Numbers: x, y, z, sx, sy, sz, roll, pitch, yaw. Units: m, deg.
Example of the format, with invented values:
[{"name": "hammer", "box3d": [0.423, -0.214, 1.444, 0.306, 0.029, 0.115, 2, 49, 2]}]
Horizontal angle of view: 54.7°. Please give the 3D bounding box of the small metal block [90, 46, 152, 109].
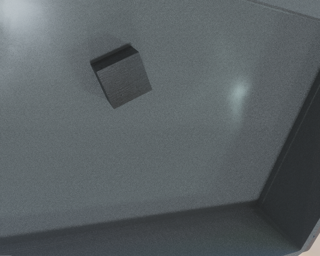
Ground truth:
[{"name": "small metal block", "box3d": [-0.043, -0.057, 0.351, 0.050, 0.025, 0.050, -28, 128, -11]}]
